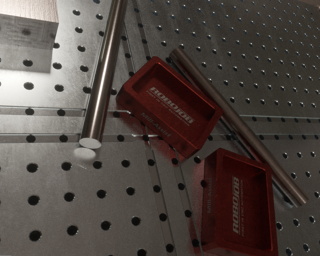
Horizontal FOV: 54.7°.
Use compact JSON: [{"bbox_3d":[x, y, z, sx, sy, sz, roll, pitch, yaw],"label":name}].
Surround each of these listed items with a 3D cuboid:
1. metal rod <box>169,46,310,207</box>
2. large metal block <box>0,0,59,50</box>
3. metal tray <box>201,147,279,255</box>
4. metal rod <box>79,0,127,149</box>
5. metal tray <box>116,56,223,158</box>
[{"bbox_3d":[0.117,-0.006,0.477,0.025,0.025,0.300,-33,80,-38],"label":"metal rod"},{"bbox_3d":[-0.176,-0.150,0.389,0.081,0.050,0.080,0,62,-29],"label":"large metal block"},{"bbox_3d":[0.103,0.099,0.402,0.091,0.030,0.130,20,54,-17],"label":"metal tray"},{"bbox_3d":[-0.072,-0.108,0.436,0.025,0.025,0.300,17,55,-19],"label":"metal rod"},{"bbox_3d":[0.016,-0.032,0.434,0.130,0.030,0.090,39,51,-2],"label":"metal tray"}]
